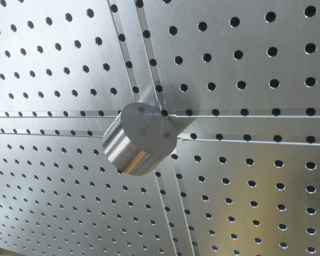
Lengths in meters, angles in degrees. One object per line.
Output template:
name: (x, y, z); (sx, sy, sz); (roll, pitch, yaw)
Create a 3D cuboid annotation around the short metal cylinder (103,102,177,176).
short metal cylinder: (-0.026, 0.014, 0.395); (0.080, 0.080, 0.050); (42, 129, -1)
